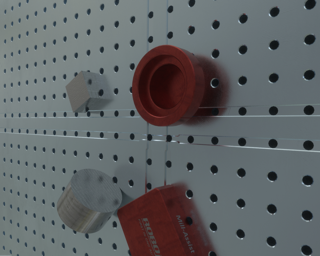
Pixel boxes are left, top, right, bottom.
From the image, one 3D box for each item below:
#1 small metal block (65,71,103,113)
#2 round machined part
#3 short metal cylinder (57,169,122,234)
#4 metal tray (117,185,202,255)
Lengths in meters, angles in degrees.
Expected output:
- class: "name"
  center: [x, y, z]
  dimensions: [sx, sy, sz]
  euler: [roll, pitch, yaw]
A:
- class: "small metal block"
  center: [-0.127, -0.059, 0.515]
  dimensions: [0.050, 0.025, 0.050]
  euler: [-33, 70, 35]
- class: "round machined part"
  center: [0.015, -0.050, 0.386]
  dimensions: [0.098, 0.042, 0.097]
  euler: [0, 90, 40]
- class: "short metal cylinder"
  center: [-0.104, 0.107, 0.460]
  dimensions: [0.080, 0.081, 0.050]
  euler: [51, 120, 28]
- class: "metal tray"
  center: [0.001, 0.152, 0.405]
  dimensions: [0.090, 0.030, 0.130]
  euler: [-36, 68, 34]
